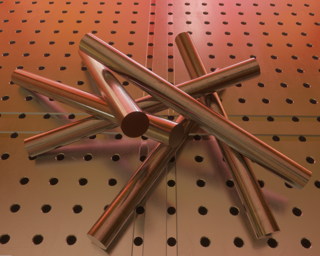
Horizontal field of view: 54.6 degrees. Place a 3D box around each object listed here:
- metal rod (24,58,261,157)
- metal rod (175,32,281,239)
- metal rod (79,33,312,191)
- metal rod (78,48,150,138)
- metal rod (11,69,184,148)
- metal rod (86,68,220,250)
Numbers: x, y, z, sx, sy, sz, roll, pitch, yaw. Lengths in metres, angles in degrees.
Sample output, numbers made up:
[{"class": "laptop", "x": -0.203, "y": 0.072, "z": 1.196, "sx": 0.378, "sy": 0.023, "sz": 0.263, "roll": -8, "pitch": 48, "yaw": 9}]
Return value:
[{"class": "metal rod", "x": -0.021, "y": -0.026, "z": 0.389, "sx": 0.301, "sy": 0.025, "sz": 0.025, "roll": -20, "pitch": 52, "yaw": -1}, {"class": "metal rod", "x": 0.073, "y": -0.013, "z": 0.394, "sx": 0.025, "sy": 0.025, "sz": 0.299, "roll": -12, "pitch": 59, "yaw": -10}, {"class": "metal rod", "x": 0.032, "y": -0.025, "z": 0.358, "sx": 0.300, "sy": 0.025, "sz": 0.025, "roll": 33, "pitch": 57, "yaw": 10}, {"class": "metal rod", "x": -0.072, "y": -0.065, "z": 0.391, "sx": 0.025, "sy": 0.025, "sz": 0.300, "roll": -17, "pitch": 30, "yaw": -14}, {"class": "metal rod", "x": -0.099, "y": -0.035, "z": 0.388, "sx": 0.300, "sy": 0.025, "sz": 0.025, "roll": 20, "pitch": 51, "yaw": 35}, {"class": "metal rod", "x": 0.015, "y": 0.016, "z": 0.394, "sx": 0.025, "sy": 0.025, "sz": 0.301, "roll": 25, "pitch": 54, "yaw": 20}]
